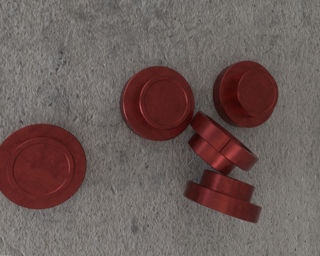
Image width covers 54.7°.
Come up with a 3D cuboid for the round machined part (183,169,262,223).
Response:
[{"bbox_3d":[0.083,0.084,0.401,0.099,0.098,0.042,22,83,-19],"label":"round machined part"}]

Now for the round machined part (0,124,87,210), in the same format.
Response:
[{"bbox_3d":[-0.133,0.044,0.351,0.099,0.042,0.097,0,90,-20],"label":"round machined part"}]

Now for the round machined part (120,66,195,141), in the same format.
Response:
[{"bbox_3d":[0.001,-0.032,0.400,0.099,0.042,0.097,0,90,-20],"label":"round machined part"}]

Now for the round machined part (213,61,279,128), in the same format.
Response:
[{"bbox_3d":[0.130,-0.049,0.448,0.099,0.042,0.097,0,90,-20],"label":"round machined part"}]

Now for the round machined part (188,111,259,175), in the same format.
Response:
[{"bbox_3d":[0.075,0.024,0.402,0.098,0.098,0.042,36,100,-17],"label":"round machined part"}]
